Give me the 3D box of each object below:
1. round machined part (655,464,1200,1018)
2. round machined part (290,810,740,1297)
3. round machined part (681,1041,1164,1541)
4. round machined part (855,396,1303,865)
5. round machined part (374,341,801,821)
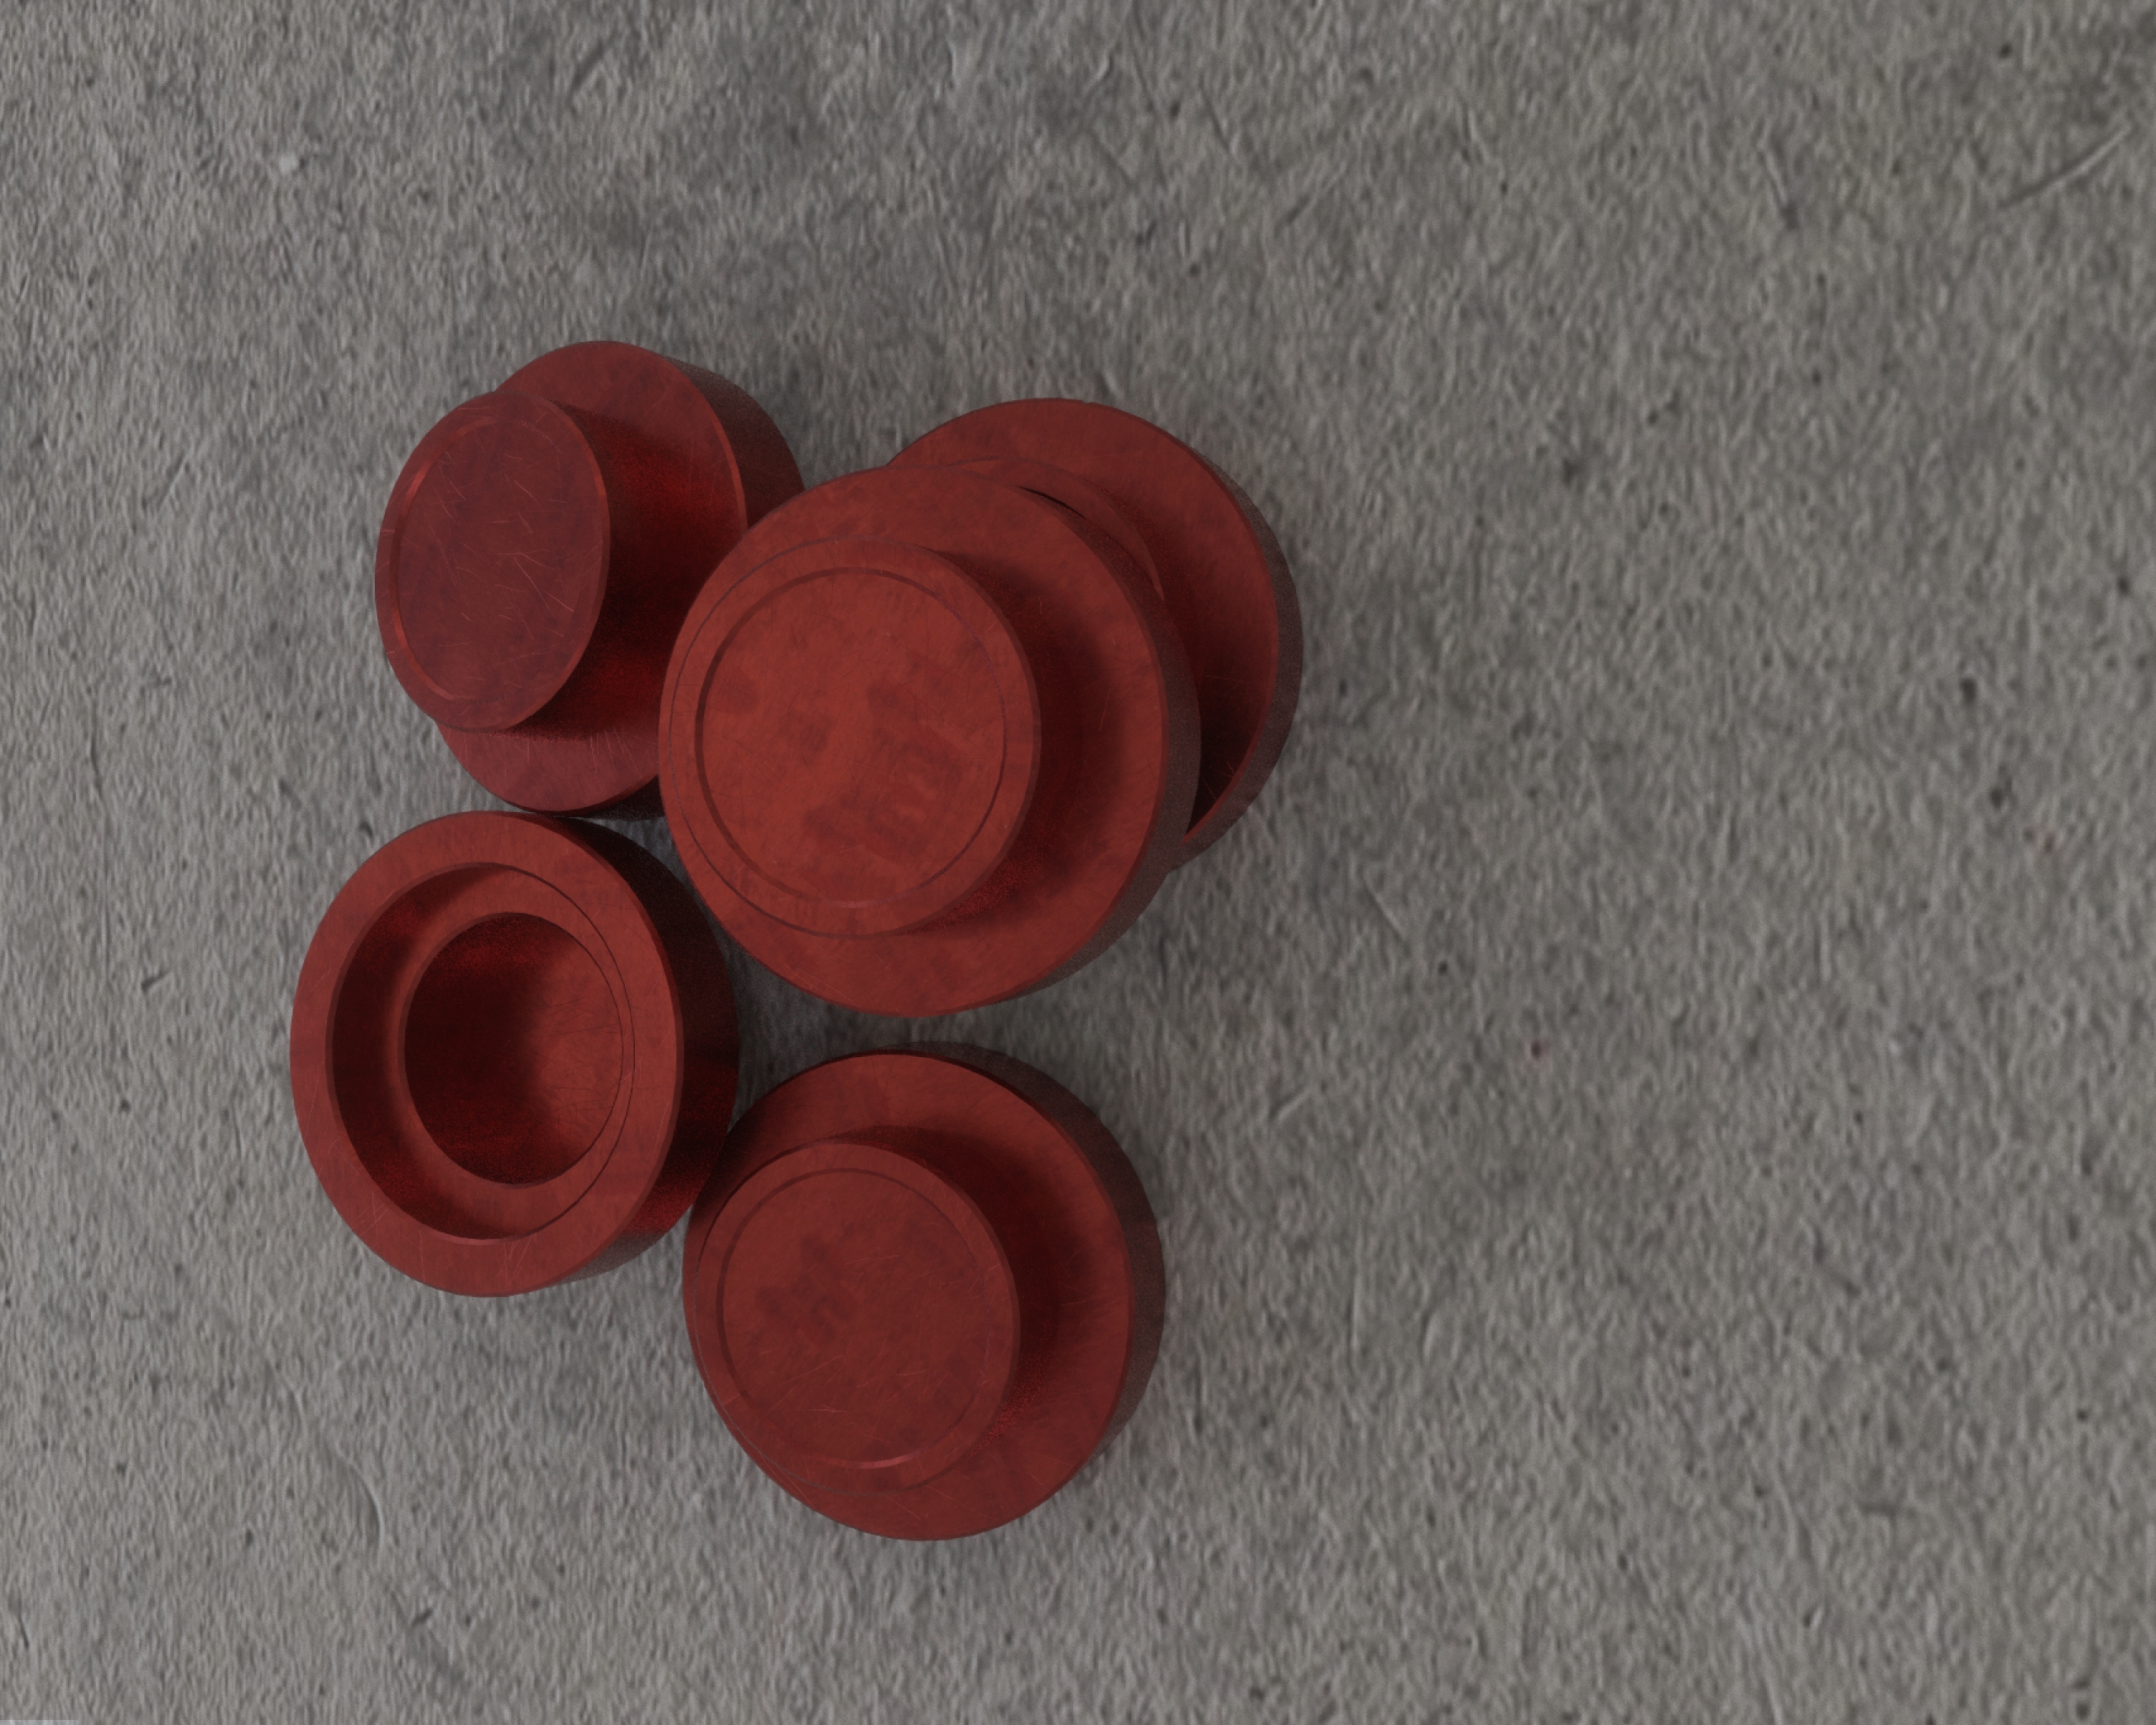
[{"bbox_3d":[-0.032,-0.021,0.366,0.098,0.042,0.097,0,91,19],"label":"round machined part"},{"bbox_3d":[-0.112,0.039,0.437,0.098,0.042,0.097,-1,87,23],"label":"round machined part"},{"bbox_3d":[-0.036,0.086,0.413,0.098,0.042,0.097,0,90,20],"label":"round machined part"},{"bbox_3d":[-0.009,-0.041,0.403,0.098,0.042,0.097,0,90,19],"label":"round machined part"},{"bbox_3d":[-0.104,-0.058,0.425,0.098,0.042,0.097,-2,86,34],"label":"round machined part"}]
